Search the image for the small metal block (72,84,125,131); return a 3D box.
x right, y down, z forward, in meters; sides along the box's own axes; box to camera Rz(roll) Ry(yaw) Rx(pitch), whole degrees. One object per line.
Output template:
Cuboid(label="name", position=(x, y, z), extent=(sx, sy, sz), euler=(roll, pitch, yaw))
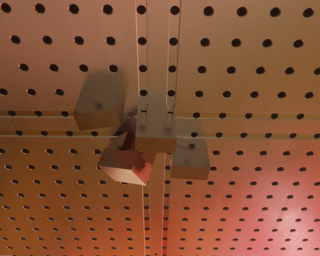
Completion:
Cuboid(label="small metal block", position=(-0.071, -0.025, 0.373), extent=(0.050, 0.050, 0.025), euler=(-8, 130, 7))

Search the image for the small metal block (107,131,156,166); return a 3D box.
Cuboid(label="small metal block", position=(-0.040, 0.033, 0.427), extent=(0.050, 0.025, 0.050), euler=(32, 149, -25))

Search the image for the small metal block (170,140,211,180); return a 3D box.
Cuboid(label="small metal block", position=(0.040, 0.044, 0.433), extent=(0.050, 0.050, 0.025), euler=(4, 130, -4))

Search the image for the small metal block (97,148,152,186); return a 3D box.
Cuboid(label="small metal block", position=(-0.046, 0.052, 0.409), extent=(0.050, 0.025, 0.050), euler=(3, 150, 25))

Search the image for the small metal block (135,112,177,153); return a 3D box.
Cuboid(label="small metal block", position=(-0.005, 0.005, 0.400), extent=(0.050, 0.050, 0.025), euler=(3, 130, -2))
